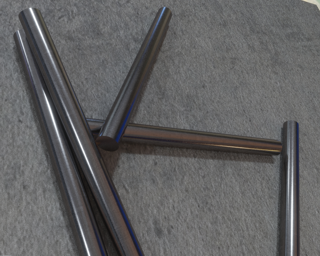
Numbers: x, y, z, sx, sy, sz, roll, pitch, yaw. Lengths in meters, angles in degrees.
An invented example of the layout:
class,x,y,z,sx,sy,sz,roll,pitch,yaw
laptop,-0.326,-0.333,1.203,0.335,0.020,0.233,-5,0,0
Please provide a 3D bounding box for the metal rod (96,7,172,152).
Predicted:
class,x,y,z,sx,sy,sz,roll,pitch,yaw
metal rod,-0.024,-0.089,0.427,0.025,0.025,0.300,28,46,-11

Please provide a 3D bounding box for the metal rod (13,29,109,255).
class,x,y,z,sx,sy,sz,roll,pitch,yaw
metal rod,-0.110,0.016,0.335,0.025,0.025,0.299,-11,68,-33

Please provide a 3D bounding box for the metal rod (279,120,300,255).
class,x,y,z,sx,sy,sz,roll,pitch,yaw
metal rod,0.184,0.108,0.439,0.025,0.025,0.300,28,52,-11

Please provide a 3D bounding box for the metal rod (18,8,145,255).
class,x,y,z,sx,sy,sz,roll,pitch,yaw
metal rod,-0.087,0.004,0.332,0.025,0.025,0.299,-18,79,-35

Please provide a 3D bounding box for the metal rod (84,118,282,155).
class,x,y,z,sx,sy,sz,roll,pitch,yaw
metal rod,0.046,0.015,0.420,0.302,0.025,0.025,6,59,-25
